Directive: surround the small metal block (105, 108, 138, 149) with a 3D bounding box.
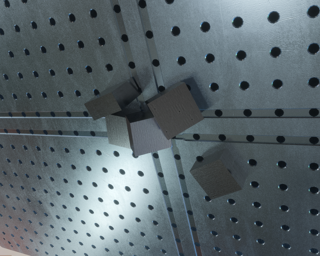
[{"bbox_3d":[-0.047,0.000,0.437,0.050,0.025,0.050,12,124,22],"label":"small metal block"}]

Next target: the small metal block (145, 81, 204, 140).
[{"bbox_3d":[0.017,-0.021,0.373,0.050,0.025,0.050,-31,105,-3],"label":"small metal block"}]

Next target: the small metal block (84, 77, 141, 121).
[{"bbox_3d":[-0.061,-0.038,0.405,0.050,0.050,0.025,-17,110,35],"label":"small metal block"}]

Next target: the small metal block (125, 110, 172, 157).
[{"bbox_3d":[-0.014,0.004,0.404,0.050,0.025,0.050,-14,120,-15],"label":"small metal block"}]

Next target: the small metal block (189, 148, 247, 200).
[{"bbox_3d":[0.076,0.062,0.409,0.050,0.025,0.050,-30,102,38],"label":"small metal block"}]
